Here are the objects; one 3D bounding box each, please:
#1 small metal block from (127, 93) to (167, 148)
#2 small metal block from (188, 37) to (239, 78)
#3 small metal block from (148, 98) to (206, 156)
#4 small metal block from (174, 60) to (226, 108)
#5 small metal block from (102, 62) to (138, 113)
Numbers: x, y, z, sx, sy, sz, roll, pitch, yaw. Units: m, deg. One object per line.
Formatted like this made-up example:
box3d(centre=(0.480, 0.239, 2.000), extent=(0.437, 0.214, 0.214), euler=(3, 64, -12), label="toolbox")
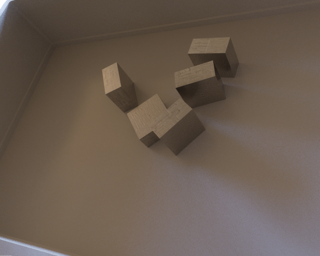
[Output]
box3d(centre=(-0.010, -0.010, 0.416), extent=(0.050, 0.025, 0.050), euler=(-34, 52, 5), label="small metal block")
box3d(centre=(0.071, -0.092, 0.408), extent=(0.050, 0.050, 0.025), euler=(7, 65, 31), label="small metal block")
box3d(centre=(0.022, 0.000, 0.377), extent=(0.050, 0.050, 0.025), euler=(-42, 51, -1), label="small metal block")
box3d(centre=(0.052, -0.053, 0.394), extent=(0.050, 0.050, 0.025), euler=(-15, 56, 19), label="small metal block")
box3d(centre=(-0.058, -0.059, 0.455), extent=(0.025, 0.050, 0.050), euler=(-24, 53, 13), label="small metal block")
